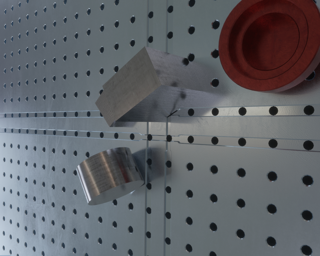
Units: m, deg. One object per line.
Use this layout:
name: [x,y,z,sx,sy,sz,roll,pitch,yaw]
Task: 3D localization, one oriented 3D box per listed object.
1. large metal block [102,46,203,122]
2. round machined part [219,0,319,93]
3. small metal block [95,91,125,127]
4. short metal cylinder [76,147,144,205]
large metal block: [-0.009,-0.048,0.381,0.080,0.081,0.050,-34,69,35]
round machined part: [0.112,-0.083,0.306,0.098,0.042,0.097,0,90,40]
small metal block: [-0.065,-0.037,0.463,0.050,0.025,0.050,-50,61,28]
short metal cylinder: [-0.069,0.067,0.430,0.080,0.081,0.050,-38,67,33]
